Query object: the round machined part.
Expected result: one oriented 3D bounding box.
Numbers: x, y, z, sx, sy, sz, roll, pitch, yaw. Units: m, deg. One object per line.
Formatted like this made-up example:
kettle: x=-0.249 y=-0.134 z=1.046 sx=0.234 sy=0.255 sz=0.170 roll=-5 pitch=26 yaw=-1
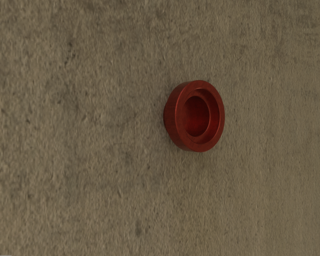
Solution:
round machined part: x=0.043 y=-0.016 z=0.432 sx=0.099 sy=0.042 sz=0.097 roll=0 pitch=90 yaw=-40
